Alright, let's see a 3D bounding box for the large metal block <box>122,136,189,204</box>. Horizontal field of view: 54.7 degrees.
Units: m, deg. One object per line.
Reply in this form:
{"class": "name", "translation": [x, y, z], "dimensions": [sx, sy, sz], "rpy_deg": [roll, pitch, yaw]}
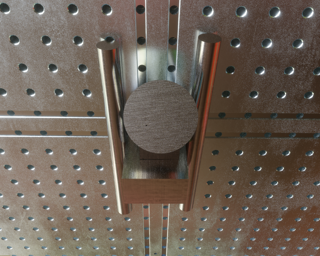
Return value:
{"class": "large metal block", "translation": [-0.006, 0.054, 0.418], "dimensions": [0.081, 0.080, 0.050], "rpy_deg": [1, 130, -1]}

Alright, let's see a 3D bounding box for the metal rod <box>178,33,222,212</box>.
{"class": "metal rod", "translation": [0.048, 0.017, 0.427], "dimensions": [0.025, 0.025, 0.298], "rpy_deg": [1, 130, -1]}

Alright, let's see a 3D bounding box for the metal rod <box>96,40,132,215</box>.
{"class": "metal rod", "translation": [-0.058, 0.024, 0.431], "dimensions": [0.025, 0.025, 0.298], "rpy_deg": [0, 130, -1]}

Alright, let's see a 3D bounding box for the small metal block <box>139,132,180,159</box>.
{"class": "small metal block", "translation": [-0.001, 0.014, 0.407], "dimensions": [0.050, 0.050, 0.025], "rpy_deg": [1, 130, -2]}

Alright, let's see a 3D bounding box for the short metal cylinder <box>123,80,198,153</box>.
{"class": "short metal cylinder", "translation": [0.001, -0.011, 0.358], "dimensions": [0.081, 0.050, 0.080], "rpy_deg": [0, 86, -1]}
